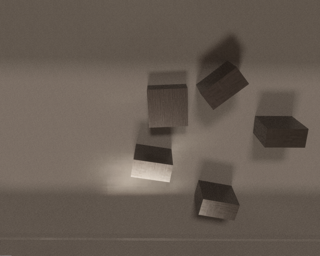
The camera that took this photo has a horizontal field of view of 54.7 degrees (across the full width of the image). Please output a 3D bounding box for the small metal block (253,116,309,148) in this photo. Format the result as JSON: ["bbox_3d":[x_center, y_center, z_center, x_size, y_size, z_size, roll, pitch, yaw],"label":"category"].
[{"bbox_3d":[0.154,0.004,0.402,0.050,0.050,0.025,0,110,-1],"label":"small metal block"}]

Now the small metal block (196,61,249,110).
[{"bbox_3d":[0.074,-0.053,0.379,0.050,0.050,0.025,-37,106,12],"label":"small metal block"}]

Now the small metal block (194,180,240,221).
[{"bbox_3d":[0.079,0.101,0.436,0.050,0.050,0.025,11,110,-5],"label":"small metal block"}]

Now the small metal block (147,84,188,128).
[{"bbox_3d":[0.010,-0.029,0.401,0.050,0.025,0.050,-3,110,0],"label":"small metal block"}]

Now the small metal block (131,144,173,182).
[{"bbox_3d":[-0.011,0.046,0.415,0.050,0.050,0.025,9,110,-4],"label":"small metal block"}]
